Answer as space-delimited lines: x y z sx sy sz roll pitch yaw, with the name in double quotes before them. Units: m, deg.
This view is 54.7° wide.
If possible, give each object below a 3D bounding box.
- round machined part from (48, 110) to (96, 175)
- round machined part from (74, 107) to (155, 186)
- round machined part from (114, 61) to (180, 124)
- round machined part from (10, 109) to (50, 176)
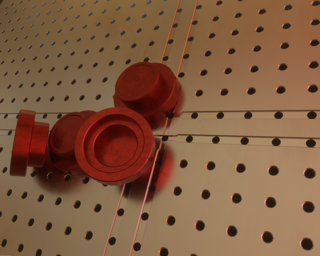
"round machined part" -0.121 0.015 0.450 0.098 0.042 0.098 -13 56 20
"round machined part" -0.054 0.026 0.396 0.099 0.042 0.098 -2 67 6
"round machined part" -0.024 -0.056 0.443 0.098 0.042 0.098 -13 56 20
"round machined part" -0.191 0.023 0.459 0.098 0.042 0.097 -171 90 -68
